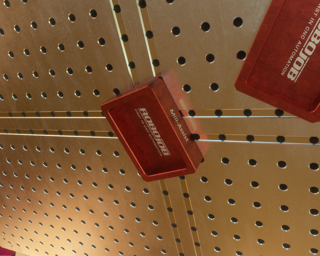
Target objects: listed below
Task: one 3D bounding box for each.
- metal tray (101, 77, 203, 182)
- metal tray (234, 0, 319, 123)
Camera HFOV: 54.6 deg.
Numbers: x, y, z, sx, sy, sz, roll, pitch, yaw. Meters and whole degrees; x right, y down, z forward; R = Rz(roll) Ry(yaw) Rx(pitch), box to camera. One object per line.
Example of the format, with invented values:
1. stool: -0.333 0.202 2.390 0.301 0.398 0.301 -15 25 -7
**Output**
1. metal tray: -0.011 0.007 0.418 0.090 0.030 0.130 -17 110 35
2. metal tray: 0.137 -0.078 0.287 0.090 0.030 0.129 26 128 12
